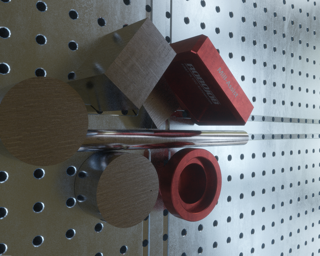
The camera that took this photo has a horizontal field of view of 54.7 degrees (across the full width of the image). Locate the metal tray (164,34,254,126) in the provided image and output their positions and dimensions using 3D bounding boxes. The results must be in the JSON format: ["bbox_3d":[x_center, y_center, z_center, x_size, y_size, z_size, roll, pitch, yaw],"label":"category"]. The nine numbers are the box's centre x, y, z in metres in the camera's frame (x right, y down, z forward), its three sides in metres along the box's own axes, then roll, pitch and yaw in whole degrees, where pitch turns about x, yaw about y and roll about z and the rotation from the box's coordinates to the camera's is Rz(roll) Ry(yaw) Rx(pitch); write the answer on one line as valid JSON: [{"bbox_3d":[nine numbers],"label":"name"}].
[{"bbox_3d":[0.054,-0.056,0.411,0.130,0.090,0.030,47,62,-30],"label":"metal tray"}]

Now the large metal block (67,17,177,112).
[{"bbox_3d":[-0.042,-0.065,0.338,0.050,0.080,0.080,47,62,-31],"label":"large metal block"}]

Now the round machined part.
[{"bbox_3d":[0.038,0.076,0.430,0.099,0.042,0.097,0,90,-40],"label":"round machined part"}]

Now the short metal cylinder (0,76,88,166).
[{"bbox_3d":[-0.117,-0.006,0.294,0.081,0.050,0.080,0,90,-40],"label":"short metal cylinder"}]

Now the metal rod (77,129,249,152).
[{"bbox_3d":[0.025,0.015,0.429,0.302,0.025,0.025,1,90,-40],"label":"metal rod"}]

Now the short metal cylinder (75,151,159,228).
[{"bbox_3d":[-0.048,0.067,0.352,0.081,0.050,0.080,0,90,-40],"label":"short metal cylinder"}]

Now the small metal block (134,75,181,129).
[{"bbox_3d":[-0.008,-0.034,0.403,0.050,0.025,0.050,-47,118,-30],"label":"small metal block"}]
